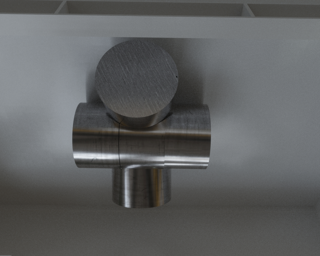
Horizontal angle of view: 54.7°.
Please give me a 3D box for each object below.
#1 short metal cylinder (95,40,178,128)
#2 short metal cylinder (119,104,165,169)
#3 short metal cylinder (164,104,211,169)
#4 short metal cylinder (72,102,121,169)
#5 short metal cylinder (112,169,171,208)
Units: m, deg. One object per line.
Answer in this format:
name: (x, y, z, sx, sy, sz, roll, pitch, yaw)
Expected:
short metal cylinder: (-0.023, -0.044, 0.324, 0.081, 0.080, 0.050, 1, 168, -1)
short metal cylinder: (-0.020, 0.010, 0.379, 0.050, 0.080, 0.079, 1, 130, -1)
short metal cylinder: (0.031, 0.010, 0.380, 0.050, 0.080, 0.079, 1, 130, -1)
short metal cylinder: (-0.071, 0.009, 0.378, 0.050, 0.080, 0.079, 1, 130, -1)
short metal cylinder: (-0.025, 0.071, 0.421, 0.081, 0.080, 0.050, 0, 96, 0)
